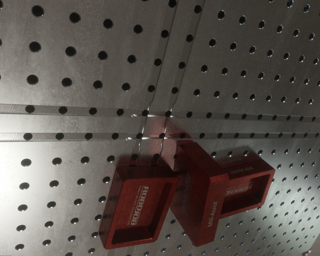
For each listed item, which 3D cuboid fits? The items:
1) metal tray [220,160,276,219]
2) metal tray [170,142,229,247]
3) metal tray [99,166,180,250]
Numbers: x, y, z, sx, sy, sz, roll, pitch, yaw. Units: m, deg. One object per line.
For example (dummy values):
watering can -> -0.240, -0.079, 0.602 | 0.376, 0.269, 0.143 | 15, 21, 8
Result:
metal tray -> 0.137, 0.112, 0.554 | 0.131, 0.030, 0.089 | -8, 122, -25
metal tray -> 0.053, 0.098, 0.460 | 0.030, 0.090, 0.129 | -9, 123, -24
metal tray -> -0.033, 0.119, 0.465 | 0.091, 0.030, 0.129 | 3, 117, -30
